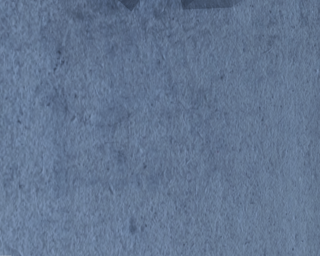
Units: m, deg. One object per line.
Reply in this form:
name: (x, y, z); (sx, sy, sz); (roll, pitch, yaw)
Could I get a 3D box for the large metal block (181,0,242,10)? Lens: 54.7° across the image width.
large metal block: (0.071, -0.212, 0.423); (0.081, 0.050, 0.079); (-11, 94, -20)

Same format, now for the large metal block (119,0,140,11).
large metal block: (-0.041, -0.197, 0.365); (0.080, 0.080, 0.050); (37, 78, -17)
